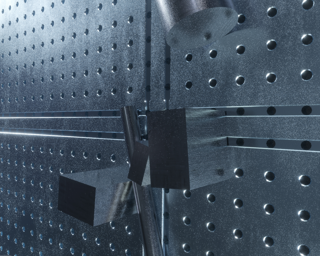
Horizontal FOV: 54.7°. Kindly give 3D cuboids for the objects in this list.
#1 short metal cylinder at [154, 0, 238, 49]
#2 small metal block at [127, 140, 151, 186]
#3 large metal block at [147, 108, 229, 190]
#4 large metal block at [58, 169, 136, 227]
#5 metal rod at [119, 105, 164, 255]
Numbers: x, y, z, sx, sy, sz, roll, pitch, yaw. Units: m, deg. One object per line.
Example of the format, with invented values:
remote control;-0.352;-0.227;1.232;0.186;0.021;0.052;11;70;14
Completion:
short metal cylinder;0.039;-0.129;0.340;0.080;0.081;0.050;-24;75;37
small metal block;-0.010;0.043;0.400;0.025;0.050;0.050;22;104;37
large metal block;0.033;0.021;0.345;0.050;0.081;0.080;-5;87;39
large metal block;-0.087;0.095;0.443;0.080;0.081;0.050;7;95;39
metal rod;-0.018;0.116;0.421;0.025;0.025;0.298;-18;79;38
